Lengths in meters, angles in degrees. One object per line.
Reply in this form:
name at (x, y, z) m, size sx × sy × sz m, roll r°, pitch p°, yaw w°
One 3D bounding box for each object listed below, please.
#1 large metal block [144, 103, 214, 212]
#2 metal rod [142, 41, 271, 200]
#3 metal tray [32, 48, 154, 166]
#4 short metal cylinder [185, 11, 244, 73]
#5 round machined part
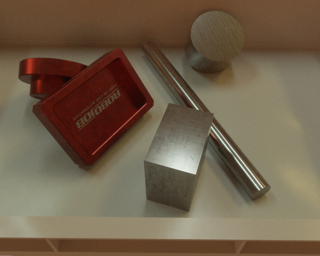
large metal block at (0.021, 0.033, 0.342) m, size 0.050 × 0.080 × 0.080 m, roll 14°, pitch 52°, yaw 11°
metal rod at (0.047, -0.031, 0.431) m, size 0.025 × 0.025 × 0.300 m, roll -20°, pitch 53°, yaw -17°
metal tray at (-0.076, -0.028, 0.385) m, size 0.030 × 0.090 × 0.131 m, roll -4°, pitch 35°, yaw 50°
short metal cylinder at (0.082, -0.131, 0.479) m, size 0.081 × 0.050 × 0.080 m, roll 1°, pitch 79°, yaw -6°
round machined part at (-0.138, -0.060, 0.419) m, size 0.099 × 0.098 × 0.042 m, roll 3°, pitch 86°, yaw 2°
